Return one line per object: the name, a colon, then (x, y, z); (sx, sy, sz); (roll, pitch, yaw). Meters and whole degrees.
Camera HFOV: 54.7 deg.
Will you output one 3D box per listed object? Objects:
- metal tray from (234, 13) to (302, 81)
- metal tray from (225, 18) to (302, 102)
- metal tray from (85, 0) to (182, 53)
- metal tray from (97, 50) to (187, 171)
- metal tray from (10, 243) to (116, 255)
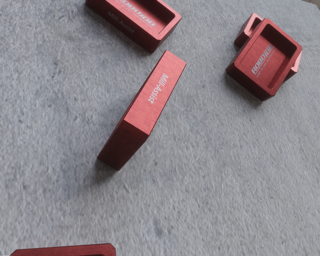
metal tray: (0.219, -0.163, 0.621); (0.130, 0.030, 0.090); (36, 51, -5)
metal tray: (0.187, -0.123, 0.554); (0.090, 0.030, 0.130); (38, 69, -4)
metal tray: (-0.039, -0.189, 0.495); (0.130, 0.030, 0.090); (37, 51, -4)
metal tray: (-0.020, -0.022, 0.365); (0.030, 0.090, 0.130); (33, 51, -8)
metal tray: (-0.081, 0.168, 0.255); (0.091, 0.030, 0.130); (6, 59, -25)
